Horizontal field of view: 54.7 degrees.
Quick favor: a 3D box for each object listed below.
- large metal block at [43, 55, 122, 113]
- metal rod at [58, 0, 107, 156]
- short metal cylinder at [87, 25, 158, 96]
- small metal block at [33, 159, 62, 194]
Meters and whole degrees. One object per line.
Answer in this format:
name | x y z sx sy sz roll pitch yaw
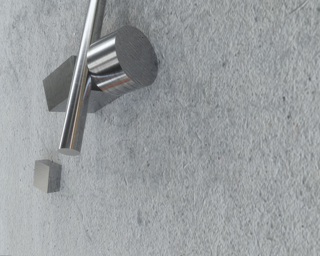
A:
large metal block | -0.114 -0.061 0.463 0.080 0.081 0.050 -25 74 37
metal rod | -0.096 -0.108 0.416 0.025 0.025 0.299 -18 58 38
short metal cylinder | -0.048 -0.087 0.407 0.050 0.081 0.080 -14 81 36
small metal block | -0.211 0.089 0.579 0.050 0.025 0.050 12 97 39
